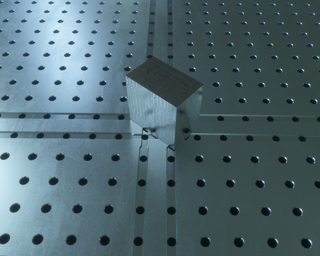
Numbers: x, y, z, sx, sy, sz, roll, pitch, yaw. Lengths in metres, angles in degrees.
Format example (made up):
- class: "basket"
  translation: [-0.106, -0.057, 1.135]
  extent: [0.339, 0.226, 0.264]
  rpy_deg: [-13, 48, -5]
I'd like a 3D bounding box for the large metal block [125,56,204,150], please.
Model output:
- class: "large metal block"
  translation: [0.005, -0.032, 0.399]
  extent: [0.080, 0.080, 0.050]
  rpy_deg: [34, 58, 25]
